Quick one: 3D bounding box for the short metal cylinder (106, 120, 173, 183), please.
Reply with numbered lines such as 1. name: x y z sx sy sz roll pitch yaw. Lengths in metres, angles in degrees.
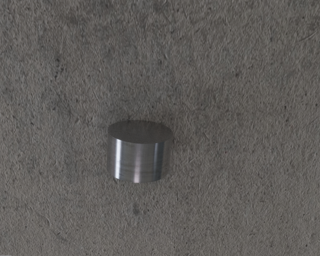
1. short metal cylinder: -0.026 0.027 0.390 0.080 0.080 0.050 5 110 -2
